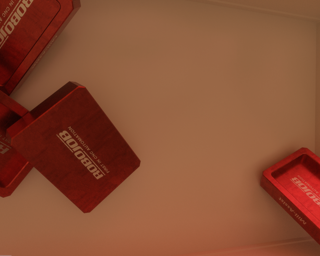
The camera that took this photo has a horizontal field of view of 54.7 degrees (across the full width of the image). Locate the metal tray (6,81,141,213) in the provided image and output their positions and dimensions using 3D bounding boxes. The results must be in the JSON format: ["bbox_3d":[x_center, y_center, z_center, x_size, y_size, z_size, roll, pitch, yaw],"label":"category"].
[{"bbox_3d":[-0.090,0.025,0.349,0.090,0.030,0.130,-43,126,-15],"label":"metal tray"}]

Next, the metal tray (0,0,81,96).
[{"bbox_3d":[-0.156,-0.107,0.315,0.090,0.030,0.130,39,110,-17],"label":"metal tray"}]

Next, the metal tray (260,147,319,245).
[{"bbox_3d":[0.221,0.095,0.440,0.091,0.130,0.030,-26,139,-17],"label":"metal tray"}]

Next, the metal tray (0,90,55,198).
[{"bbox_3d":[-0.181,0.004,0.309,0.090,0.030,0.130,-54,135,-12],"label":"metal tray"}]
